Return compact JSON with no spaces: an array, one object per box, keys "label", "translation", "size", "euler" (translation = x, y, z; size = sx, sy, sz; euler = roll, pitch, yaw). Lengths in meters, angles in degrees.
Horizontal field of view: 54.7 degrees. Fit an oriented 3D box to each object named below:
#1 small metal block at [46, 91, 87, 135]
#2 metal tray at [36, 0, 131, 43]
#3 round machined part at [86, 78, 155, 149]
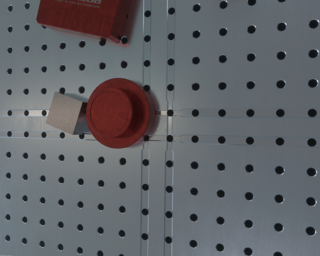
[{"label":"small metal block","translation":[-0.135,-0.022,0.460],"size":[0.050,0.025,0.050],"euler":[21,97,18]},{"label":"metal tray","translation":[-0.110,-0.182,0.449],"size":[0.130,0.030,0.089],"euler":[17,96,19]},{"label":"round machined part","translation":[-0.060,-0.020,0.425],"size":[0.098,0.042,0.097],"euler":[0,90,20]}]
